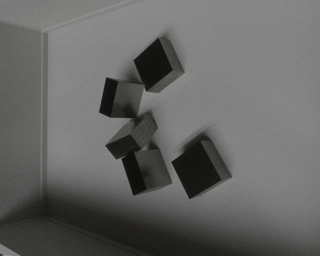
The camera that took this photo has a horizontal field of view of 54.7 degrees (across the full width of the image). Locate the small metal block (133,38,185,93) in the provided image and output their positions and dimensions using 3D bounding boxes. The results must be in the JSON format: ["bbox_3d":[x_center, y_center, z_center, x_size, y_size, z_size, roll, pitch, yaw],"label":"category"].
[{"bbox_3d":[-0.002,-0.081,0.409,0.050,0.025,0.050,-34,69,35],"label":"small metal block"}]

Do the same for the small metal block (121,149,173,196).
[{"bbox_3d":[-0.017,0.057,0.404,0.025,0.050,0.050,-32,70,35],"label":"small metal block"}]

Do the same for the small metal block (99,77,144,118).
[{"bbox_3d":[-0.053,-0.041,0.435,0.025,0.050,0.050,23,105,38],"label":"small metal block"}]

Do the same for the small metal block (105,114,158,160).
[{"bbox_3d":[-0.038,0.012,0.418,0.050,0.050,0.025,-23,109,37],"label":"small metal block"}]

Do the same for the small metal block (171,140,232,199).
[{"bbox_3d":[0.048,0.049,0.367,0.050,0.025,0.050,-40,66,32],"label":"small metal block"}]
